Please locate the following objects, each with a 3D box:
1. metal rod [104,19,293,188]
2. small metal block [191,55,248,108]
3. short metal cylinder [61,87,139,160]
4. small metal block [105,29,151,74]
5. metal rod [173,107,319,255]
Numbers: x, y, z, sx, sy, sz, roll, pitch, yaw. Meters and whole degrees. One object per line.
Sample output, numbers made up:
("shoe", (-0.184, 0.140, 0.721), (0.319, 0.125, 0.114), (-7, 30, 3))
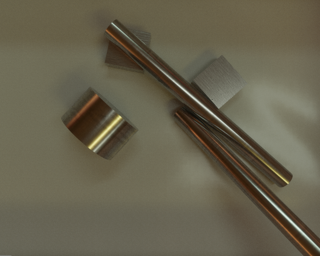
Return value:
("metal rod", (0.053, -0.027, 0.396), (0.300, 0.025, 0.025), (40, 90, -7))
("small metal block", (0.078, -0.060, 0.412), (0.050, 0.025, 0.050), (-41, 90, 0))
("short metal cylinder", (-0.073, -0.006, 0.383), (0.080, 0.080, 0.050), (43, 90, -1))
("small metal block", (-0.041, -0.103, 0.411), (0.050, 0.025, 0.050), (11, 90, -1))
("metal rod", (0.120, 0.082, 0.354), (0.025, 0.025, 0.300), (-42, 66, 0))
